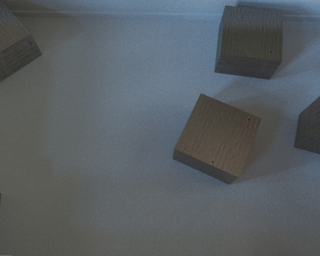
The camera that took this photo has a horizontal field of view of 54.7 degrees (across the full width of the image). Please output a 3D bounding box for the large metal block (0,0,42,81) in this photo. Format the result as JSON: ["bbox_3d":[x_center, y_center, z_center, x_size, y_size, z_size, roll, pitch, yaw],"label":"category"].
[{"bbox_3d":[-0.231,-0.122,0.435,0.080,0.050,0.080,-39,76,-16],"label":"large metal block"}]

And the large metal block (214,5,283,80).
[{"bbox_3d":[0.125,-0.121,0.442,0.080,0.050,0.080,8,70,2],"label":"large metal block"}]

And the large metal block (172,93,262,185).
[{"bbox_3d":[0.070,0.015,0.392,0.080,0.050,0.080,24,72,8],"label":"large metal block"}]

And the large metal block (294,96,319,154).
[{"bbox_3d":[0.226,0.001,0.383,0.080,0.080,0.050,15,71,5],"label":"large metal block"}]
